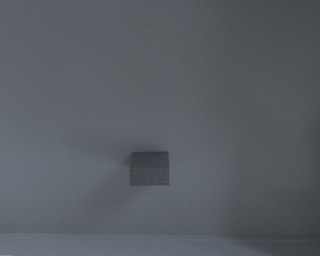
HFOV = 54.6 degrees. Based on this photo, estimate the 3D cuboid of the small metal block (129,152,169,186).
[{"bbox_3d":[-0.013,0.054,0.418,0.050,0.050,0.025,0,110,0],"label":"small metal block"}]
